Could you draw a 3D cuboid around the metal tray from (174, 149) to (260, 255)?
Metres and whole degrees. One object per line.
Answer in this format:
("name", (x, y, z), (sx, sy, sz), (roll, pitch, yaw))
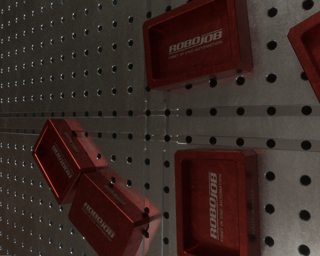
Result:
("metal tray", (0.063, 0.090, 0.352), (0.090, 0.030, 0.129), (-2, 88, 39))

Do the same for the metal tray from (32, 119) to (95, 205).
("metal tray", (-0.174, 0.057, 0.546), (0.130, 0.030, 0.089), (49, 119, 28))

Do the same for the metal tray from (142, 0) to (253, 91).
("metal tray", (0.039, -0.100, 0.372), (0.130, 0.030, 0.089), (-8, 85, 39))

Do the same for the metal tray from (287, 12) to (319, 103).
("metal tray", (0.186, -0.074, 0.252), (0.130, 0.030, 0.090), (-29, 72, 36))

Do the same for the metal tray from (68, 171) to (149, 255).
("metal tray", (-0.083, 0.138, 0.472), (0.130, 0.030, 0.089), (34, 111, 34))
